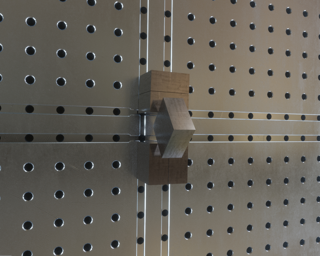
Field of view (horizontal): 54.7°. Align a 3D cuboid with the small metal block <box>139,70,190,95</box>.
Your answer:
[{"bbox_3d":[0.004,-0.056,0.401,0.050,0.050,0.025,2,90,-20],"label":"small metal block"}]

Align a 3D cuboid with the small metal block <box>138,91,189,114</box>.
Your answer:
[{"bbox_3d":[0.003,-0.031,0.401,0.050,0.050,0.025,2,90,-20],"label":"small metal block"}]

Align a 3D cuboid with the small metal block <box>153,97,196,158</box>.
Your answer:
[{"bbox_3d":[0.015,0.000,0.362,0.025,0.050,0.050,1,48,-20],"label":"small metal block"}]

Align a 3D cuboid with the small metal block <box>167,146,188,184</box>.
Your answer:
[{"bbox_3d":[0.014,0.044,0.404,0.025,0.050,0.050,2,90,-20],"label":"small metal block"}]

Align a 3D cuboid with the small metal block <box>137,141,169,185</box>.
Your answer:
[{"bbox_3d":[-0.010,0.043,0.396,0.025,0.050,0.050,2,90,-20],"label":"small metal block"}]
